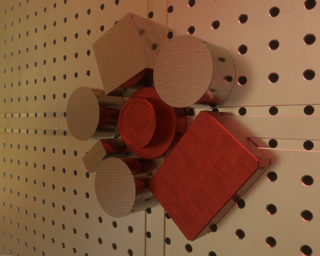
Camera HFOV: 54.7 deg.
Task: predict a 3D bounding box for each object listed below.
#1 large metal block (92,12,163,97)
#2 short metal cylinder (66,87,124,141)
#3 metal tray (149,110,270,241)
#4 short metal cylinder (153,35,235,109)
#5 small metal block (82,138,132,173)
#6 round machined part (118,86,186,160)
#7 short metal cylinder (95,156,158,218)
[{"bbox_3d":[-0.041,-0.096,0.427,0.080,0.050,0.080,-27,73,37],"label":"large metal block"},{"bbox_3d":[-0.098,-0.021,0.473,0.080,0.050,0.080,0,90,40],"label":"short metal cylinder"},{"bbox_3d":[0.051,0.055,0.363,0.090,0.030,0.129,48,118,29],"label":"metal tray"},{"bbox_3d":[0.039,-0.062,0.360,0.080,0.050,0.080,0,90,40],"label":"short metal cylinder"},{"bbox_3d":[-0.077,0.040,0.456,0.050,0.050,0.025,-45,63,31],"label":"small metal block"},{"bbox_3d":[-0.018,-0.007,0.412,0.098,0.042,0.097,0,90,40],"label":"round machined part"},{"bbox_3d":[-0.045,0.079,0.430,0.080,0.050,0.080,0,90,40],"label":"short metal cylinder"}]
